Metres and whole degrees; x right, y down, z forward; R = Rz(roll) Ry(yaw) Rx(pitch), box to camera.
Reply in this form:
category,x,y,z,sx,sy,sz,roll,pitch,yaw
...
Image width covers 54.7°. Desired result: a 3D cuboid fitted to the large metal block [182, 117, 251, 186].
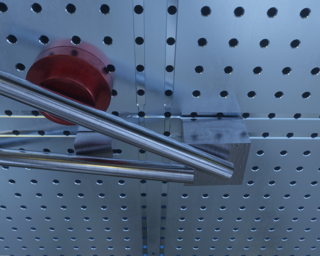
category,x,y,z,sx,sy,sz,roll,pitch,yaw
large metal block,0.072,0.033,0.421,0.081,0.050,0.079,-2,130,1

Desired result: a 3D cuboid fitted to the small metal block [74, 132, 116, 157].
category,x,y,z,sx,sy,sz,roll,pitch,yaw
small metal block,-0.090,0.032,0.438,0.050,0.025,0.050,0,130,0

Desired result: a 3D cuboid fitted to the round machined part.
category,x,y,z,sx,sy,sz,roll,pitch,yaw
round machined part,-0.107,-0.041,0.363,0.099,0.042,0.097,-1,130,0

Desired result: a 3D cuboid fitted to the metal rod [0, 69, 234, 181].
category,x,y,z,sx,sy,sz,roll,pitch,yaw
metal rod,-0.050,-0.001,0.347,0.302,0.025,0.025,22,127,-15

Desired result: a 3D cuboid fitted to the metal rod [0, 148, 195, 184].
category,x,y,z,sx,sy,sz,roll,pitch,yaw
metal rod,-0.105,0.049,0.415,0.301,0.025,0.025,4,131,10
